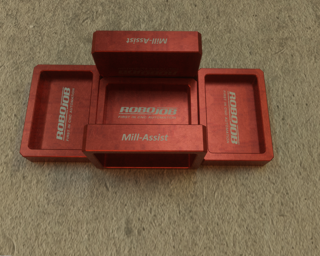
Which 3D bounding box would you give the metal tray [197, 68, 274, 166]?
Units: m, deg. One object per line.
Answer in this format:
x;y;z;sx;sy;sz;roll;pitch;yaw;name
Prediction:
0.095;-0.016;0.414;0.091;0.030;0.130;1;70;0;metal tray

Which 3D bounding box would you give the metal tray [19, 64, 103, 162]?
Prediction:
-0.126;-0.021;0.413;0.091;0.030;0.130;1;70;0;metal tray

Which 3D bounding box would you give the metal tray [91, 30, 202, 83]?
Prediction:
-0.015;-0.088;0.407;0.131;0.090;0.030;0;70;0;metal tray

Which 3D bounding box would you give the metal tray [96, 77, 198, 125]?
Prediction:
-0.016;-0.021;0.414;0.131;0.030;0.090;1;70;0;metal tray

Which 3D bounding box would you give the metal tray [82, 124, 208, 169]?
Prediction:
-0.016;0.025;0.364;0.131;0.090;0.030;0;70;0;metal tray
